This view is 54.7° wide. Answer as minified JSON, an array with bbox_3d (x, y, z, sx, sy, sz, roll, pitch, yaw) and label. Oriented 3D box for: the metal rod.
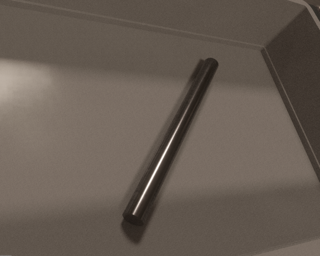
[{"bbox_3d":[0.028,-0.005,0.425,0.025,0.025,0.301,34,51,-6],"label":"metal rod"}]
